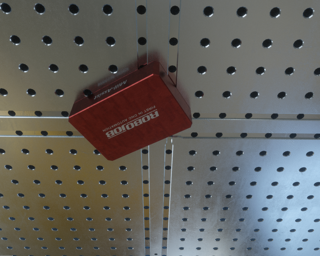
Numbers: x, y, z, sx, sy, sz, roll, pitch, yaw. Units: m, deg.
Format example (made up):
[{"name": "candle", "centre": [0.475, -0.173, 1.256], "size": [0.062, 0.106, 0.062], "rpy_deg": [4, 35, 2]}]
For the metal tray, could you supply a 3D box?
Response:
[{"name": "metal tray", "centre": [-0.036, -0.016, 0.394], "size": [0.130, 0.030, 0.090], "rpy_deg": [-24, 126, 19]}]
